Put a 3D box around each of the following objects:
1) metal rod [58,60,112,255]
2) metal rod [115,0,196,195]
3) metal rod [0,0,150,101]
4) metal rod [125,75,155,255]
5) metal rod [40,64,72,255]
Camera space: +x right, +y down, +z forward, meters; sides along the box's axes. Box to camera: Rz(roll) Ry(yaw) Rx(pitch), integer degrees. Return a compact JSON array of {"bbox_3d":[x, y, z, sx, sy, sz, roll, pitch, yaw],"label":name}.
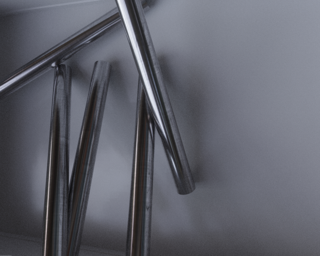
[{"bbox_3d":[-0.093,0.047,0.378,0.025,0.025,0.299,-4,64,19],"label":"metal rod"},{"bbox_3d":[-0.009,-0.055,0.349,0.025,0.025,0.298,-10,111,19],"label":"metal rod"},{"bbox_3d":[-0.150,-0.104,0.446,0.300,0.025,0.025,-28,81,11],"label":"metal rod"},{"bbox_3d":[-0.020,0.045,0.354,0.025,0.025,0.299,-7,63,19],"label":"metal rod"},{"bbox_3d":[-0.123,0.034,0.375,0.025,0.025,0.299,-24,52,18],"label":"metal rod"}]
